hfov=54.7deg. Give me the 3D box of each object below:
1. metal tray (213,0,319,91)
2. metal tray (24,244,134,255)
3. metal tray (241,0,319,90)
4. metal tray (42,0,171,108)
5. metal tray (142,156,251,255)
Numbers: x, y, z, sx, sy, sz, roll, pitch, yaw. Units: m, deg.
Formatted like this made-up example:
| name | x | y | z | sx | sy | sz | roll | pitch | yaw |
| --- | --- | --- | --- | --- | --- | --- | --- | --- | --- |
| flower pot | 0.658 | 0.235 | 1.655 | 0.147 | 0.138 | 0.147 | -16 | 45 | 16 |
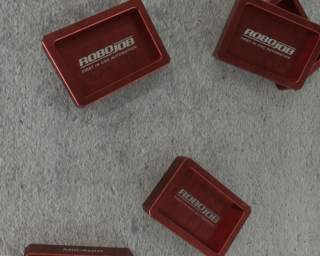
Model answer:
| name | x | y | z | sx | sy | sz | roll | pitch | yaw |
| --- | --- | --- | --- | --- | --- | --- | --- | --- | --- |
| metal tray | 0.152 | -0.117 | 0.431 | 0.131 | 0.030 | 0.089 | 21 | 103 | -6 |
| metal tray | -0.099 | 0.191 | 0.369 | 0.131 | 0.030 | 0.090 | 11 | 86 | -20 |
| metal tray | 0.193 | -0.135 | 0.476 | 0.090 | 0.030 | 0.130 | -39 | 103 | -16 |
| metal tray | -0.063 | -0.092 | 0.382 | 0.131 | 0.030 | 0.090 | -30 | 100 | -18 |
| metal tray | 0.053 | 0.111 | 0.425 | 0.130 | 0.030 | 0.090 | 40 | 77 | -16 |
